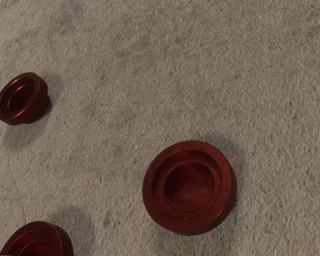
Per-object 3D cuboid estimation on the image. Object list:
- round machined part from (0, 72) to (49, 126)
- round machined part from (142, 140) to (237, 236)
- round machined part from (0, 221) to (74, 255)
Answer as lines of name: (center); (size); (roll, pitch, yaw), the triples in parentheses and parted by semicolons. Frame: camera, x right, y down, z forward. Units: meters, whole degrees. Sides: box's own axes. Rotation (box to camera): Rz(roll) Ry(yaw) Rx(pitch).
round machined part: (-0.235, -0.046, 0.542); (0.098, 0.042, 0.098); (-13, 56, 20)
round machined part: (0.034, 0.066, 0.334); (0.098, 0.042, 0.098); (-13, 56, 20)
round machined part: (-0.142, 0.164, 0.365); (0.098, 0.042, 0.098); (-13, 56, 20)
